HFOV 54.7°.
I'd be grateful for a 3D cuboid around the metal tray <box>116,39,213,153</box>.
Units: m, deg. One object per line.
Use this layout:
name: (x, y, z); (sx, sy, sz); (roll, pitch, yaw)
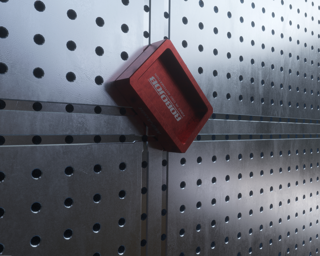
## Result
metal tray: (0.012, -0.040, 0.417); (0.090, 0.030, 0.130); (-52, 121, -27)
